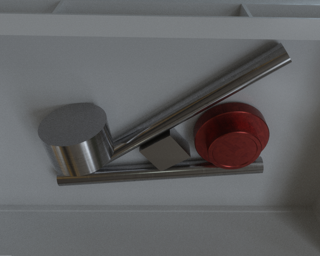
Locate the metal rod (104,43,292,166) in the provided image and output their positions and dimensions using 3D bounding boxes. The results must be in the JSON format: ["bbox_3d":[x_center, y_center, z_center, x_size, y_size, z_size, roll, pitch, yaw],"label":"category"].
[{"bbox_3d":[0.017,-0.015,0.395,0.300,0.025,0.025,-29,125,22],"label":"metal rod"}]

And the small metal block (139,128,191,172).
[{"bbox_3d":[0.007,0.028,0.430,0.050,0.025,0.050,-29,125,22],"label":"small metal block"}]

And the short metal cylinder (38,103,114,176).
[{"bbox_3d":[-0.101,0.013,0.381,0.080,0.080,0.050,-4,130,3],"label":"short metal cylinder"}]

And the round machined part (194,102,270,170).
[{"bbox_3d":[0.095,0.017,0.410,0.099,0.042,0.097,-1,130,0],"label":"round machined part"}]

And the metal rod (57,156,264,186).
[{"bbox_3d":[-0.001,0.065,0.462,0.302,0.025,0.025,-4,130,3],"label":"metal rod"}]
